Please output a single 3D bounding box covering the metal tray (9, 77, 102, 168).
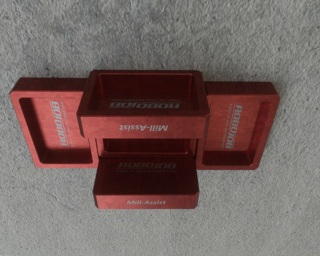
[{"bbox_3d":[-0.127,-0.002,0.402,0.091,0.030,0.129,0,130,-1],"label":"metal tray"}]

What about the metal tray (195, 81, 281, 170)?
[{"bbox_3d":[0.094,0.001,0.408,0.091,0.030,0.129,0,130,-1],"label":"metal tray"}]

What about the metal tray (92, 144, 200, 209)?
[{"bbox_3d":[-0.017,0.063,0.418,0.131,0.090,0.030,0,130,-1],"label":"metal tray"}]

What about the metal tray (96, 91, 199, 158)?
[{"bbox_3d":[-0.017,-0.003,0.403,0.131,0.030,0.089,0,130,-1],"label":"metal tray"}]

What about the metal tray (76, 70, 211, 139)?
[{"bbox_3d":[-0.016,-0.029,0.341,0.131,0.090,0.030,0,130,-1],"label":"metal tray"}]
